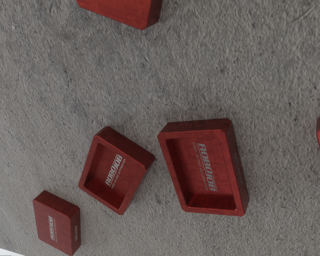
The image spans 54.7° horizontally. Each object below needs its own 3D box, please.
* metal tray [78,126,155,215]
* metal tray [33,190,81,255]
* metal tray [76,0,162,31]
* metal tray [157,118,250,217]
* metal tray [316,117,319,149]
[{"bbox_3d":[-0.072,0.070,0.484,0.090,0.030,0.129,32,129,7],"label":"metal tray"},{"bbox_3d":[-0.210,0.197,0.637,0.090,0.030,0.129,20,126,16],"label":"metal tray"},{"bbox_3d":[-0.036,-0.177,0.313,0.090,0.030,0.129,24,127,13],"label":"metal tray"},{"bbox_3d":[0.058,0.054,0.405,0.090,0.030,0.129,-4,117,30],"label":"metal tray"},{"bbox_3d":[0.230,0.023,0.296,0.130,0.030,0.090,-10,114,32],"label":"metal tray"}]
